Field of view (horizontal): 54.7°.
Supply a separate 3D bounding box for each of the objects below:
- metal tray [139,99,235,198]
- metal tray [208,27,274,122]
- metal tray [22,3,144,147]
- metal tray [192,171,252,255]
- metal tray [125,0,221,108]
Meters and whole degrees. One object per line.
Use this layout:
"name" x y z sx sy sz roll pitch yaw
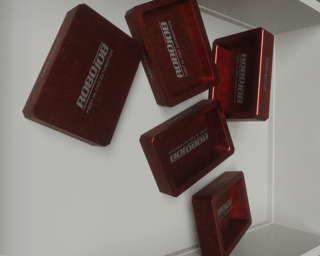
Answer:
"metal tray" 0.043 0.024 0.434 0.131 0.030 0.090 -31 109 -31
"metal tray" 0.119 -0.076 0.466 0.030 0.090 0.129 9 84 -40
"metal tray" -0.078 -0.054 0.339 0.090 0.030 0.130 29 72 -37
"metal tray" 0.096 0.123 0.458 0.131 0.030 0.089 -15 95 -56
"metal tray" 0.020 -0.103 0.407 0.091 0.030 0.129 -27 108 -22
